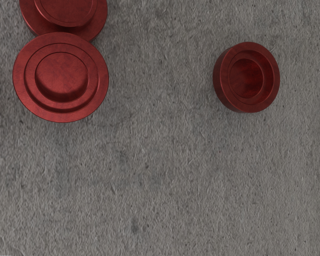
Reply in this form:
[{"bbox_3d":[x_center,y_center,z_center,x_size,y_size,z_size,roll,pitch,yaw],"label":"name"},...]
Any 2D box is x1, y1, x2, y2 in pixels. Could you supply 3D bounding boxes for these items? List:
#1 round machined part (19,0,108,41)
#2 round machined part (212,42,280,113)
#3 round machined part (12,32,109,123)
[{"bbox_3d":[-0.110,-0.144,0.359,0.099,0.042,0.097,0,90,-20],"label":"round machined part"},{"bbox_3d":[0.118,-0.070,0.443,0.099,0.042,0.097,0,90,-20],"label":"round machined part"},{"bbox_3d":[-0.110,-0.058,0.349,0.099,0.042,0.097,-6,110,-18],"label":"round machined part"}]
